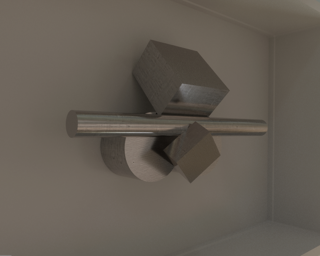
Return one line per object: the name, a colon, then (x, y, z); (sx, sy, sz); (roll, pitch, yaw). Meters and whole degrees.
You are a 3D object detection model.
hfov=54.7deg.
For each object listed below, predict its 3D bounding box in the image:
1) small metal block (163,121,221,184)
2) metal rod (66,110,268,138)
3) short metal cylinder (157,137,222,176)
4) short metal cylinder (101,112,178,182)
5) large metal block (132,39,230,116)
small metal block: (0.038, 0.029, 0.360); (0.050, 0.025, 0.050); (-42, 137, -9)
metal rod: (0.037, -0.002, 0.373); (0.302, 0.025, 0.025); (1, 90, -40)
short metal cylinder: (0.039, 0.023, 0.424); (0.081, 0.050, 0.079); (0, 90, -40)
short metal cylinder: (-0.023, 0.021, 0.372); (0.081, 0.050, 0.079); (0, 90, -40)
large metal block: (0.025, -0.058, 0.384); (0.081, 0.050, 0.080); (1, 46, -40)
